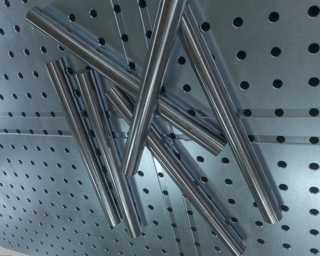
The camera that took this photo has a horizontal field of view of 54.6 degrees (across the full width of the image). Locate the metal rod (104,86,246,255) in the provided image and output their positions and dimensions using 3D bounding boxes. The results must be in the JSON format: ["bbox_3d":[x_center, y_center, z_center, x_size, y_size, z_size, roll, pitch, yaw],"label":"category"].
[{"bbox_3d":[0.027,0.064,0.437,0.025,0.025,0.300,-31,102,38],"label":"metal rod"}]

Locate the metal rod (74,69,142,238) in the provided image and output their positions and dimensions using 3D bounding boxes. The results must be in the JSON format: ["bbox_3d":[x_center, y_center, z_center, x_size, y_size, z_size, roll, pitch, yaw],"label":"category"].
[{"bbox_3d":[-0.074,0.054,0.484,0.025,0.025,0.298,1,119,27],"label":"metal rod"}]

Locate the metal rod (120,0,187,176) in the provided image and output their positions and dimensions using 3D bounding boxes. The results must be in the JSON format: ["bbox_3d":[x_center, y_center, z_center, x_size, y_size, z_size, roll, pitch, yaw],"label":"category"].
[{"bbox_3d":[-0.008,-0.055,0.347,0.025,0.025,0.298,26,128,12],"label":"metal rod"}]

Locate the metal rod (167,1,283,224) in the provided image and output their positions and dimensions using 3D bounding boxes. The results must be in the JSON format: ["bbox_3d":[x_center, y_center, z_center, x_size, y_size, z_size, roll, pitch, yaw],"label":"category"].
[{"bbox_3d":[0.080,-0.010,0.362,0.025,0.025,0.299,-16,110,35],"label":"metal rod"}]

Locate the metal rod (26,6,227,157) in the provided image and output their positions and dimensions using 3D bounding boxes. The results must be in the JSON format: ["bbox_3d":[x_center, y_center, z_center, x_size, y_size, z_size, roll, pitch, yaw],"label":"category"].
[{"bbox_3d":[-0.045,-0.061,0.397,0.300,0.025,0.025,36,129,4],"label":"metal rod"}]

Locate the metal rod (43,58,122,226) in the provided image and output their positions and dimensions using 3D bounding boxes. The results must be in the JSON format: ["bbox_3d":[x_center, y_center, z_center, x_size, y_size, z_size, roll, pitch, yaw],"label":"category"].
[{"bbox_3d":[-0.116,0.037,0.495,0.025,0.025,0.299,0,118,28],"label":"metal rod"}]
